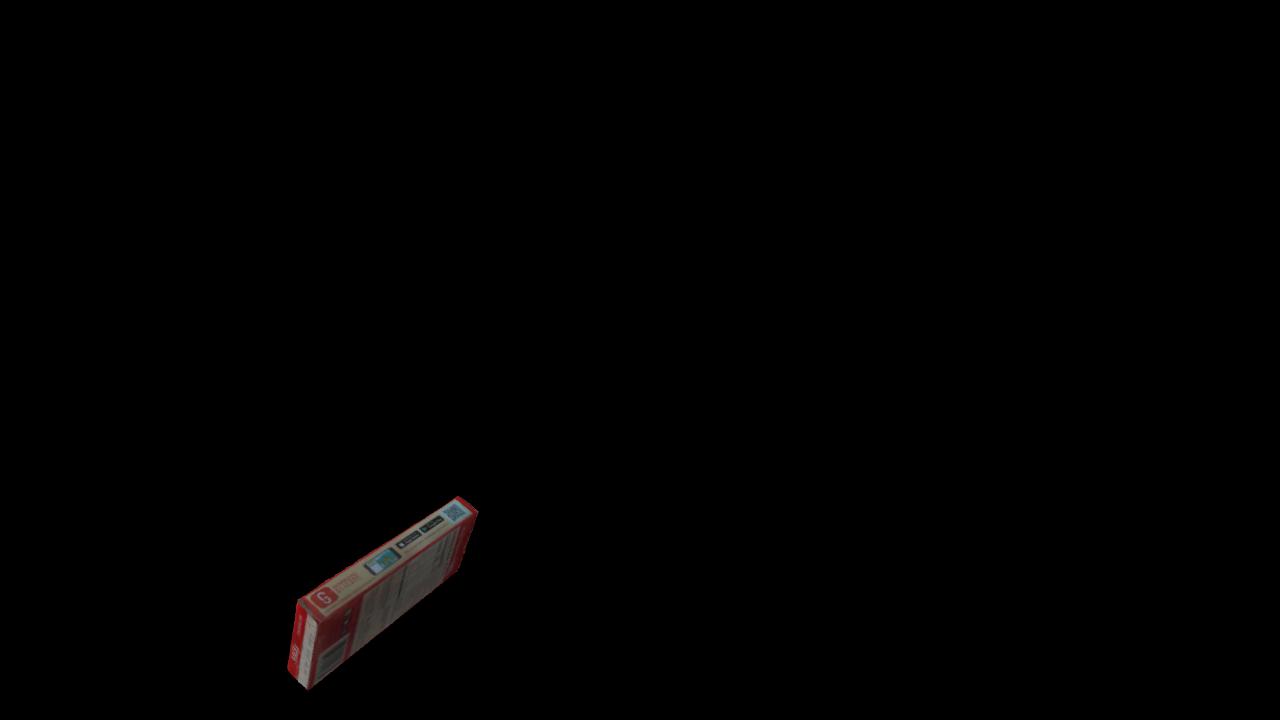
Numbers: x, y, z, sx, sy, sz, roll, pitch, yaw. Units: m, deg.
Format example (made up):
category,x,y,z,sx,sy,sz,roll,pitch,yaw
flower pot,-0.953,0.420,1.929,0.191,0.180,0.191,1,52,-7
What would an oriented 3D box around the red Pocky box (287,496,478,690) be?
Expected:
category,x,y,z,sx,sy,sz,roll,pitch,yaw
red Pocky box,-0.198,0.177,0.487,0.028,0.083,0.155,32,28,16
